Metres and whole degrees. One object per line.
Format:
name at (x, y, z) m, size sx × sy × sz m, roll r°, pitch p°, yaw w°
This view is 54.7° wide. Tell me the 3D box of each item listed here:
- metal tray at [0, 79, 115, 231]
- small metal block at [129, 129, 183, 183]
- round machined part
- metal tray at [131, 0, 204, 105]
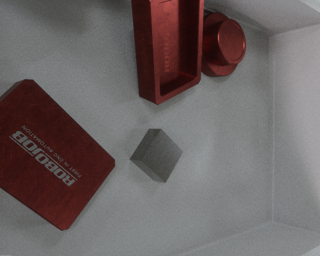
metal tray at (-0.117, 0.028, 0.307) m, size 0.130 × 0.030 × 0.090 m, roll 50°, pitch 60°, yaw -29°
small metal block at (-0.004, 0.036, 0.406) m, size 0.050 × 0.025 × 0.050 m, roll 47°, pitch 62°, yaw -30°
round machined part at (0.096, -0.129, 0.478) m, size 0.099 × 0.042 × 0.097 m, roll 0°, pitch 90°, yaw -40°
metal tray at (0.013, -0.104, 0.383) m, size 0.091 × 0.030 × 0.129 m, roll -31°, pitch 133°, yaw -35°
